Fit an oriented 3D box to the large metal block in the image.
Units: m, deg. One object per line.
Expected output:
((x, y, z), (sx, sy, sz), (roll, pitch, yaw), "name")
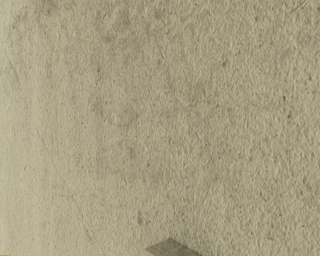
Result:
((0.021, 0.192, 0.371), (0.080, 0.050, 0.079), (15, 100, 39), "large metal block")
